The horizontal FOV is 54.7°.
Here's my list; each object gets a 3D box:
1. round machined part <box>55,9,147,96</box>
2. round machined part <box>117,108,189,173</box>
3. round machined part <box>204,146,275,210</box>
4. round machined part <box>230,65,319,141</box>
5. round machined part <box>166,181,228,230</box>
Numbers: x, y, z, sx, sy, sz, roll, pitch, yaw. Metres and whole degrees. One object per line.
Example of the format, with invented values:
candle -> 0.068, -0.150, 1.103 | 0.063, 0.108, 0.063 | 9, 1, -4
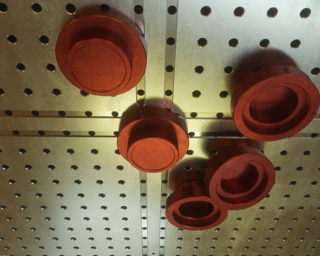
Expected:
round machined part -> -0.064, -0.074, 0.337 | 0.099, 0.042, 0.097 | -1, 130, 0
round machined part -> -0.009, 0.024, 0.421 | 0.099, 0.042, 0.097 | -1, 130, 0
round machined part -> 0.112, 0.068, 0.450 | 0.099, 0.042, 0.097 | -5, 118, -9
round machined part -> 0.134, -0.033, 0.375 | 0.099, 0.042, 0.097 | -1, 130, 0
round machined part -> 0.058, 0.123, 0.505 | 0.099, 0.042, 0.097 | 0, 132, 1
